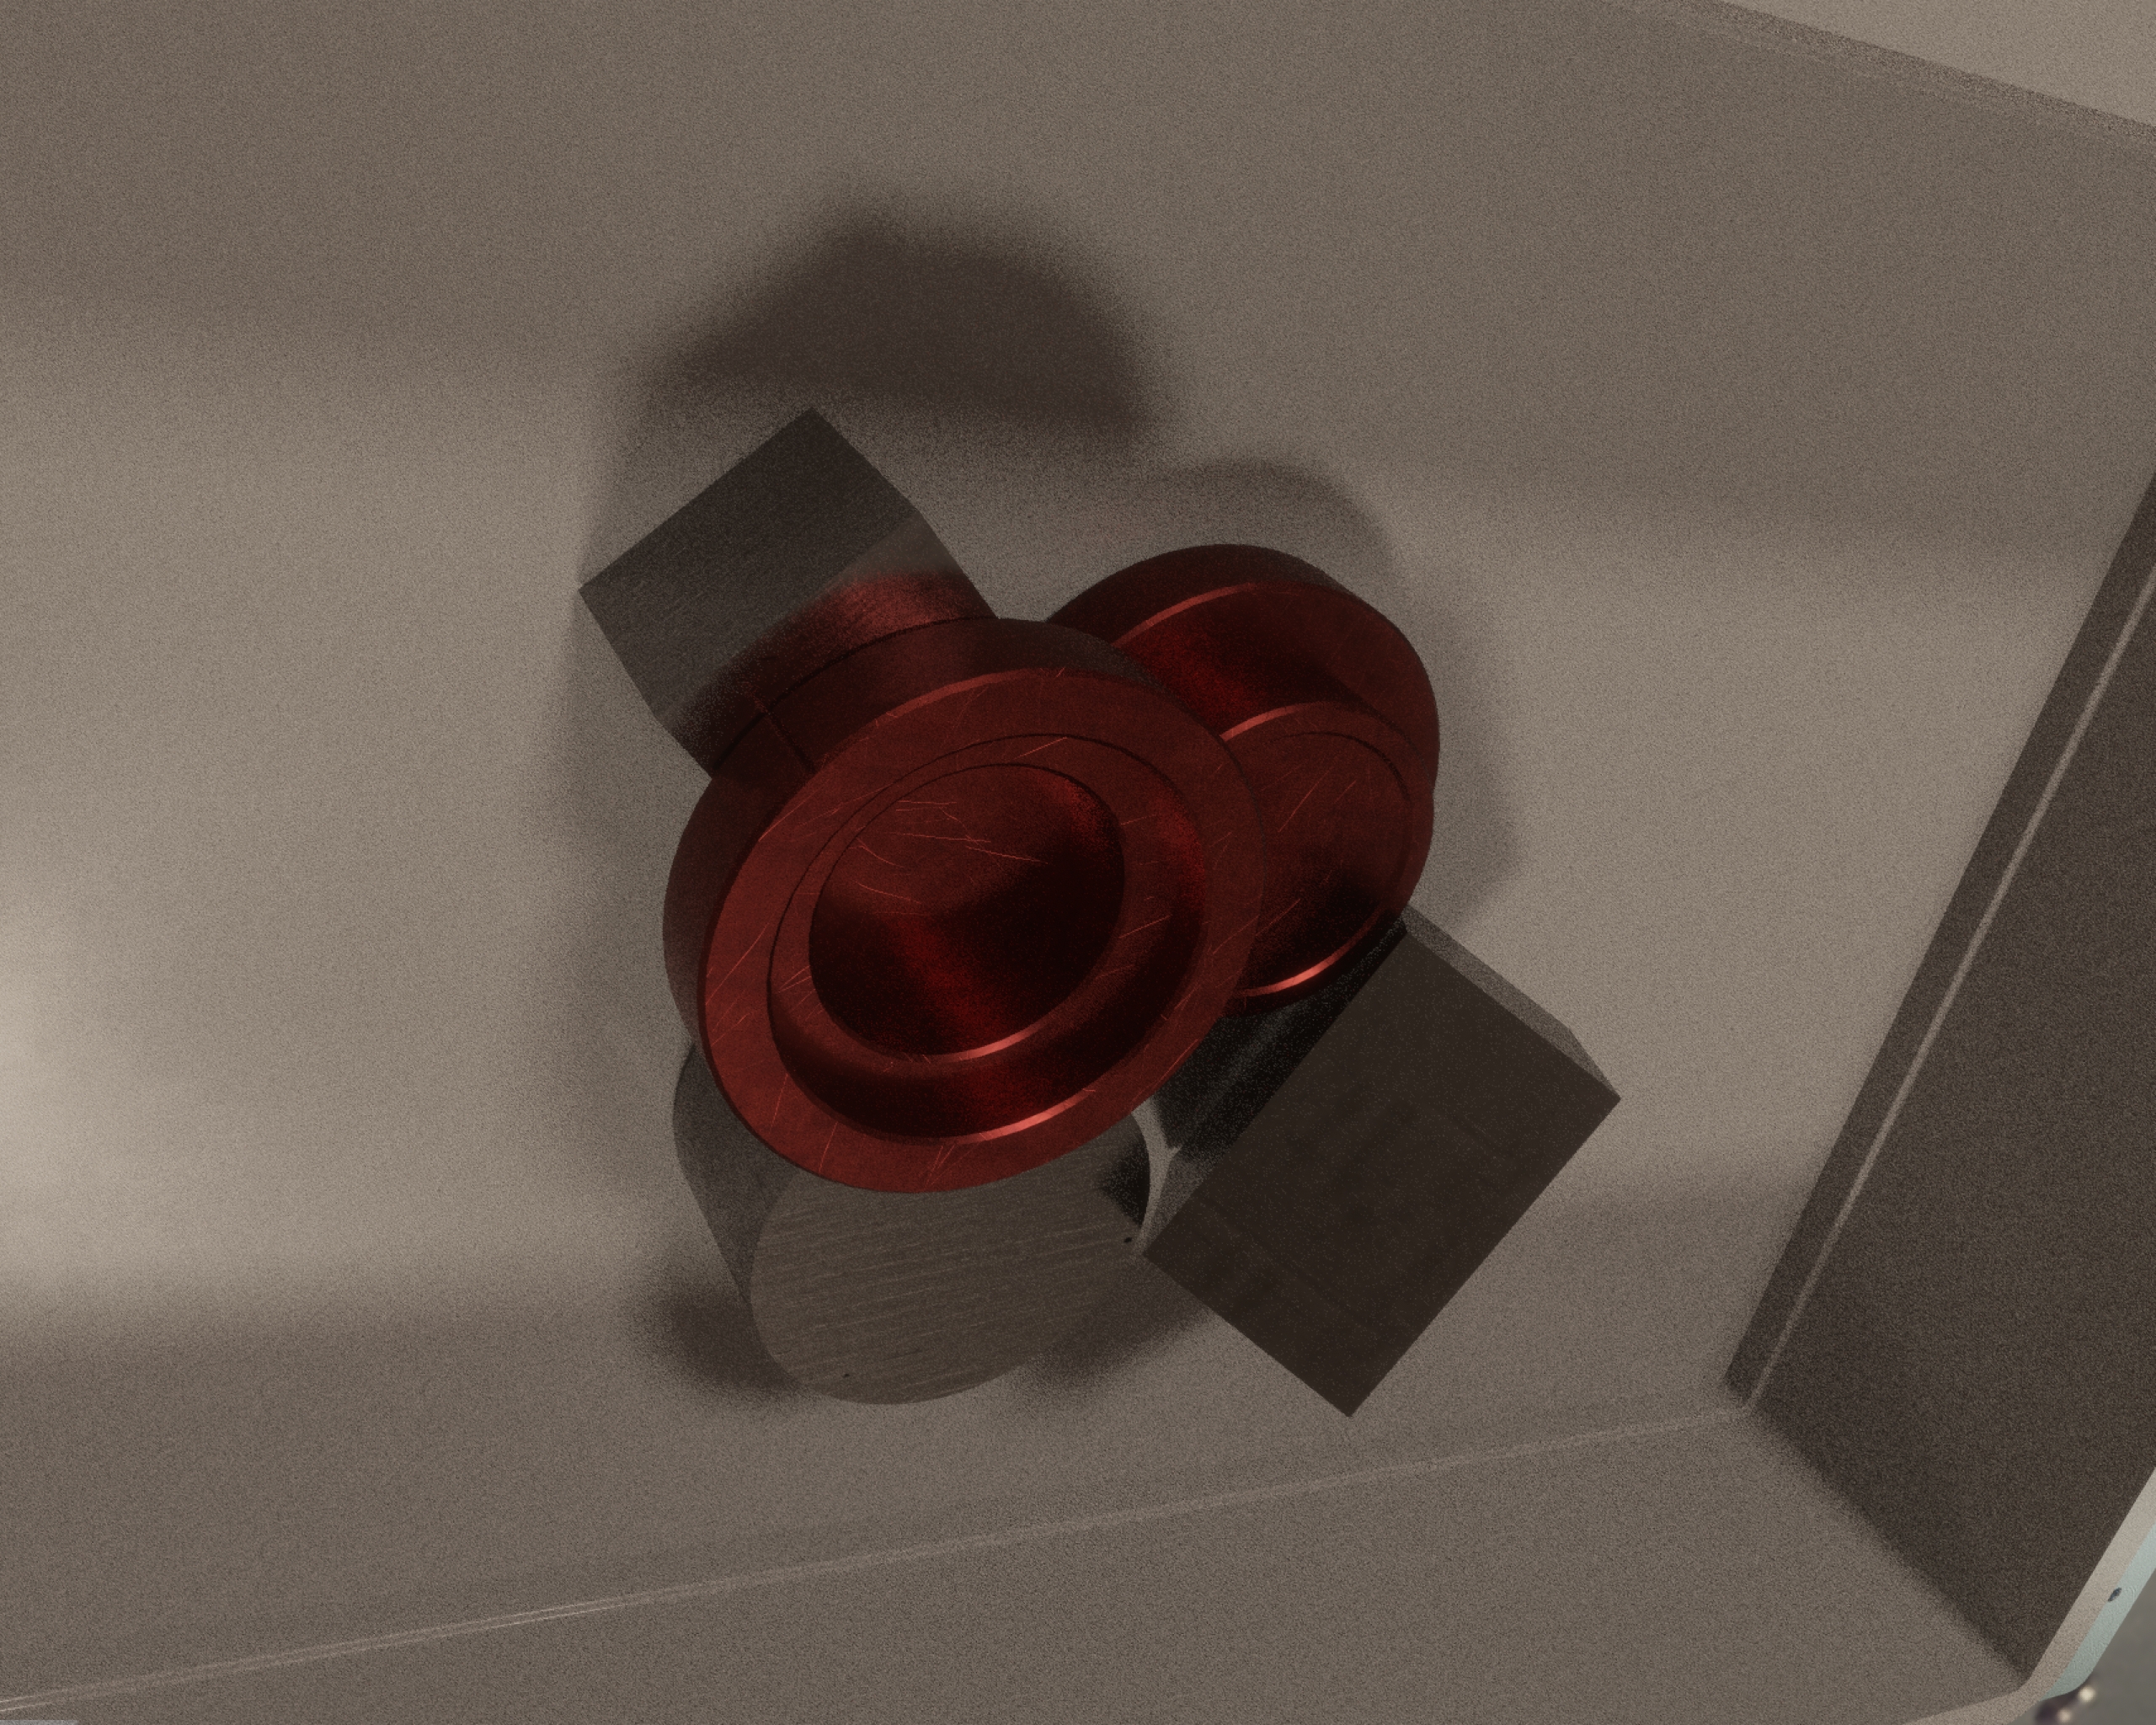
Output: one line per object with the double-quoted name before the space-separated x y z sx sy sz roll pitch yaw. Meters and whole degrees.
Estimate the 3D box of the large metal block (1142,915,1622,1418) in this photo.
"large metal block" 0.061 0.056 0.432 0.050 0.080 0.080 39 97 2

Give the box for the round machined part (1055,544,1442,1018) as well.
"round machined part" 0.030 -0.009 0.406 0.099 0.042 0.097 -14 125 -21

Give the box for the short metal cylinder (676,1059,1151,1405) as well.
"short metal cylinder" -0.033 0.059 0.410 0.081 0.050 0.079 -14 125 -21

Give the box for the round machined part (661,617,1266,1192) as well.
"round machined part" -0.022 0.004 0.350 0.099 0.042 0.097 -14 125 -21

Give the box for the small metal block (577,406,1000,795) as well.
"small metal block" -0.048 -0.042 0.339 0.050 0.050 0.025 -39 130 -2
